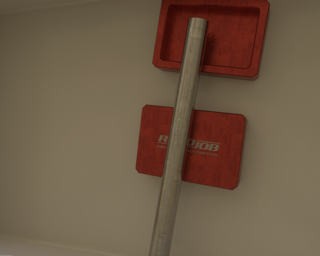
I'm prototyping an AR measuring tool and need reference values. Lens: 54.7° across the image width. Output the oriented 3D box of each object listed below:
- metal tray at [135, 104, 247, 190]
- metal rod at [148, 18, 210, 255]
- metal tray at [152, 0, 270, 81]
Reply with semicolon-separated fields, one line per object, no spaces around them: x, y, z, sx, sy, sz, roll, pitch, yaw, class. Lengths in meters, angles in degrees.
0.038;0.021;0.394;0.130;0.030;0.089;7;92;19;metal tray
0.021;0.022;0.369;0.025;0.025;0.298;11;94;19;metal rod
0.062;-0.112;0.385;0.130;0.030;0.089;10;93;19;metal tray
